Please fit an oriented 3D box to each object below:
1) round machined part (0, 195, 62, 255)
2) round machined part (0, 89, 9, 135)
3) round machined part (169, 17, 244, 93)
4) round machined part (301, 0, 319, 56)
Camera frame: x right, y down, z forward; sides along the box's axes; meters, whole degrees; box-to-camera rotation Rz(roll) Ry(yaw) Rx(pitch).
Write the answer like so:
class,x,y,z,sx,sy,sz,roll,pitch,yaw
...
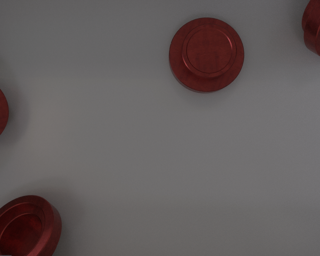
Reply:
class,x,y,z,sx,sy,sz,roll,pitch,yaw
round machined part,-0.167,0.137,0.385,0.098,0.042,0.098,-9,49,11
round machined part,-0.245,-0.022,0.388,0.099,0.042,0.097,-3,96,-28
round machined part,0.061,-0.096,0.403,0.099,0.042,0.097,0,90,0
round machined part,0.220,-0.140,0.387,0.098,0.098,0.042,-34,48,0
